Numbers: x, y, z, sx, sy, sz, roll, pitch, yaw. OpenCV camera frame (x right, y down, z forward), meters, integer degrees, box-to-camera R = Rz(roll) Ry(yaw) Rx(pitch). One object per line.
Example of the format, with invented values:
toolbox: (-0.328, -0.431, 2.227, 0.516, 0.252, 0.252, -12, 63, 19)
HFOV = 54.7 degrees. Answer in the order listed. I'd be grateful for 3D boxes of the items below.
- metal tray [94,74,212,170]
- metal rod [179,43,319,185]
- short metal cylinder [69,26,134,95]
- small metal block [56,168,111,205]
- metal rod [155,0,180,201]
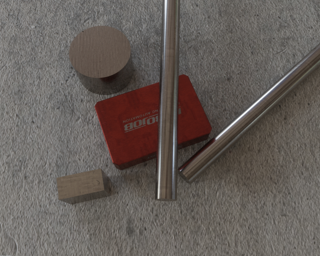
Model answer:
metal tray: (-0.009, -0.009, 0.409, 0.131, 0.030, 0.090, -19, 71, -7)
metal rod: (0.142, -0.032, 0.420, 0.301, 0.025, 0.025, -40, 75, -13)
short metal cylinder: (-0.078, -0.092, 0.428, 0.081, 0.050, 0.080, 0, 70, 0)
small metal block: (-0.089, 0.071, 0.368, 0.050, 0.050, 0.025, -12, 71, -4)
metal rod: (0.012, -0.060, 0.397, 0.025, 0.025, 0.299, 2, 70, 1)
